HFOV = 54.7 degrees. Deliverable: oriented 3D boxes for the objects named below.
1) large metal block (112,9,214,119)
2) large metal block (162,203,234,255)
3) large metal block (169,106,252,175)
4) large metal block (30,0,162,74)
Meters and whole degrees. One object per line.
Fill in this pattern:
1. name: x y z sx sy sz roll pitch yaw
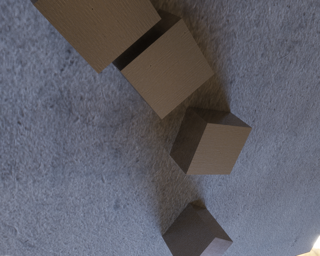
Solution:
1. large metal block: 0.001 -0.071 0.349 0.080 0.050 0.080 -41 130 0
2. large metal block: 0.061 0.188 0.524 0.050 0.080 0.080 29 102 -38
3. large metal block: 0.071 0.020 0.444 0.081 0.050 0.079 5 116 -31
4. large metal block: -0.060 -0.113 0.289 0.080 0.050 0.080 -42 130 0
